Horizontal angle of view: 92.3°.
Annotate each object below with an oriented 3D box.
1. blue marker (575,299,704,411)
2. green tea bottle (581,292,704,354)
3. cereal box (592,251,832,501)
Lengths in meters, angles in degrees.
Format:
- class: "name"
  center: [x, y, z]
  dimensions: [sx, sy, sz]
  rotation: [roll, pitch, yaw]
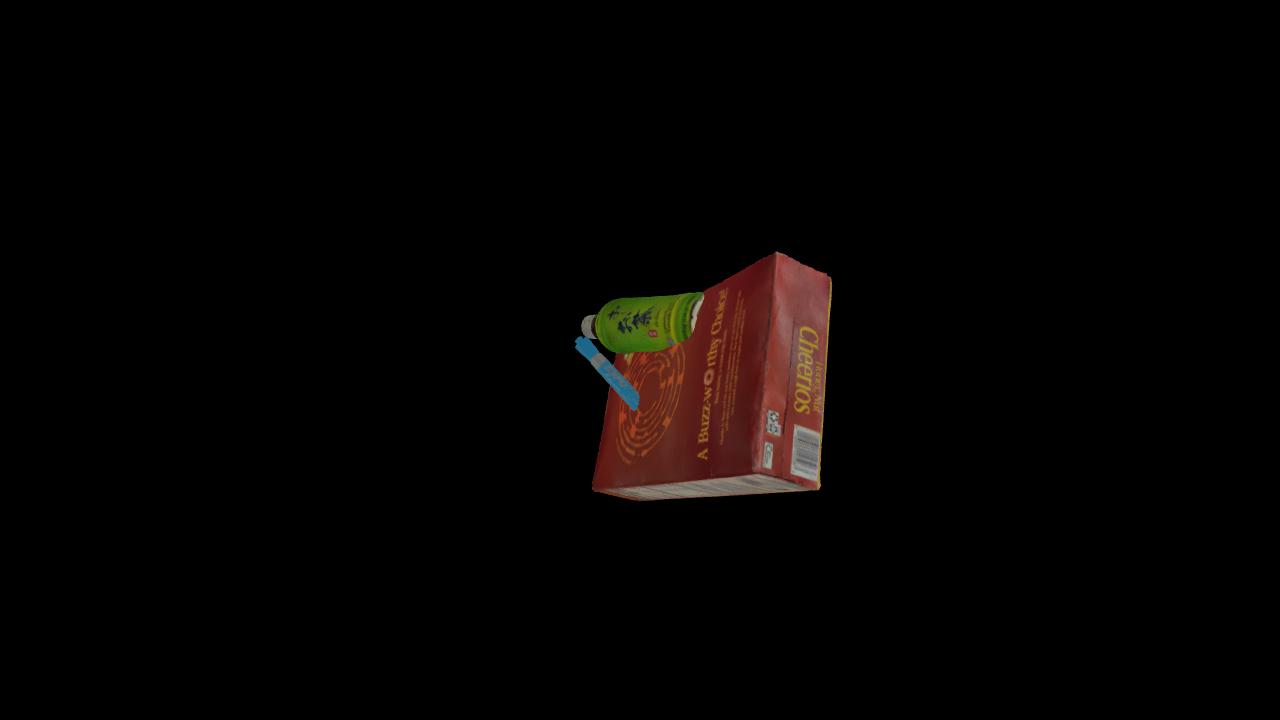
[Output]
- class: "blue marker"
  center: [-0.029, 0.020, 0.684]
  dimensions: [0.020, 0.121, 0.020]
  rotation: [-42, -7, -6]
- class: "green tea bottle"
  center: [0.006, -0.039, 0.711]
  dimensions: [0.073, 0.073, 0.212]
  rotation: [0, 0, -42]
- class: "cereal box"
  center: [0.060, 0.038, 0.646]
  dimensions: [0.081, 0.203, 0.306]
  rotation: [19, -22, -24]
